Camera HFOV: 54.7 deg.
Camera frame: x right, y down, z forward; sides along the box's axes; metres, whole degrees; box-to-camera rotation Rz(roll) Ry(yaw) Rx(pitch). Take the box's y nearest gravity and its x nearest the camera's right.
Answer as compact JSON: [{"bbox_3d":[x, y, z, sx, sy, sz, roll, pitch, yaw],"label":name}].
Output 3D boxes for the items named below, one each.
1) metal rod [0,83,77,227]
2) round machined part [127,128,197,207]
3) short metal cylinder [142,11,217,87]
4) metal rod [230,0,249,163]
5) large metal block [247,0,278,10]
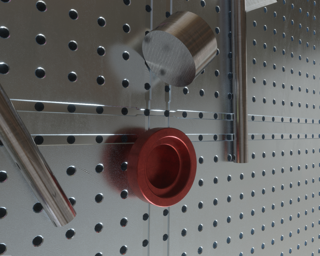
[{"bbox_3d":[-0.156,-0.035,0.278,0.025,0.025,0.299,-36,113,-34],"label":"metal rod"},{"bbox_3d":[-0.002,0.048,0.397,0.099,0.042,0.097,0,90,-40],"label":"round machined part"},{"bbox_3d":[0.025,-0.099,0.393,0.050,0.080,0.080,-48,119,-29],"label":"short metal cylinder"},{"bbox_3d":[0.133,-0.091,0.520,0.025,0.025,0.298,-2,92,-40],"label":"metal rod"},{"bbox_3d":[0.176,-0.270,0.540,0.080,0.050,0.080,43,64,-32],"label":"large metal block"}]
